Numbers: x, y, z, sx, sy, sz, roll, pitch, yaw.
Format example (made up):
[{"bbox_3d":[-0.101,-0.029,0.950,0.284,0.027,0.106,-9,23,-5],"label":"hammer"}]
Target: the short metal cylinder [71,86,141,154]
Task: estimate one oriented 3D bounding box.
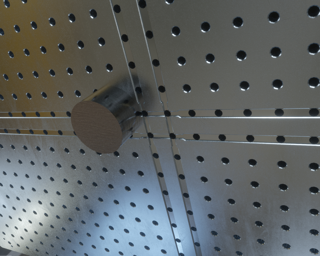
[{"bbox_3d":[-0.074,-0.011,0.428,0.080,0.050,0.080,13,124,21],"label":"short metal cylinder"}]
